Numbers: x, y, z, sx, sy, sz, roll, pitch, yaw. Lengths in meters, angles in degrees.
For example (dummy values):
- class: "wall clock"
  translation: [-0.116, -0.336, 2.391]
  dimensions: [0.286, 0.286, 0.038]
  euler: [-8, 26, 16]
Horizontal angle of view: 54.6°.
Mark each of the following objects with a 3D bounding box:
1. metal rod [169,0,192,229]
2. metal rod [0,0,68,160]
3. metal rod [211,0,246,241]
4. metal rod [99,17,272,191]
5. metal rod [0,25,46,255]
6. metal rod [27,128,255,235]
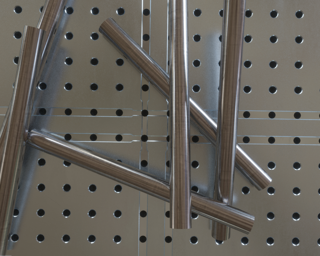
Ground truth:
- class: "metal rod"
  translation: [0.024, -0.032, 0.384]
  dimensions: [0.025, 0.025, 0.299]
  euler: [0, 78, 0]
- class: "metal rod"
  translation: [-0.165, -0.090, 0.412]
  dimensions: [0.025, 0.025, 0.299]
  euler: [19, 90, 0]
- class: "metal rod"
  translation: [0.083, -0.002, 0.382]
  dimensions: [0.025, 0.025, 0.298]
  euler: [1, 103, 0]
- class: "metal rod"
  translation: [0.034, -0.032, 0.413]
  dimensions: [0.025, 0.025, 0.300]
  euler: [-45, 90, 0]
- class: "metal rod"
  translation: [-0.185, 0.024, 0.394]
  dimensions: [0.025, 0.025, 0.298]
  euler: [13, 97, 0]
- class: "metal rod"
  translation: [-0.030, 0.065, 0.394]
  dimensions: [0.301, 0.025, 0.025]
  euler: [21, 90, 7]
